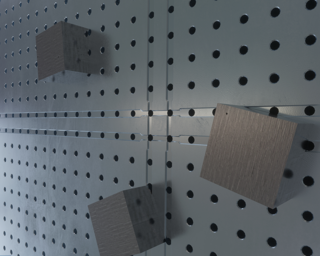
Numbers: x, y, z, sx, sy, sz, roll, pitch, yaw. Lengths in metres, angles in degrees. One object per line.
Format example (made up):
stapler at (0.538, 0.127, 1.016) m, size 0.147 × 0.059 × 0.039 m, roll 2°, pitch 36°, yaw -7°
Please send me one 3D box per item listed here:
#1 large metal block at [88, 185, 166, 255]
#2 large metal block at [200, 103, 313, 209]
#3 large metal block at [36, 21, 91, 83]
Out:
large metal block at (-0.048, 0.133, 0.434) m, size 0.080 × 0.050 × 0.080 m, roll -29°, pitch 72°, yaw 36°
large metal block at (0.096, 0.024, 0.315) m, size 0.080 × 0.050 × 0.080 m, roll 20°, pitch 103°, yaw 38°
large metal block at (-0.167, -0.126, 0.533) m, size 0.080 × 0.050 × 0.080 m, roll -9°, pitch 84°, yaw 39°
